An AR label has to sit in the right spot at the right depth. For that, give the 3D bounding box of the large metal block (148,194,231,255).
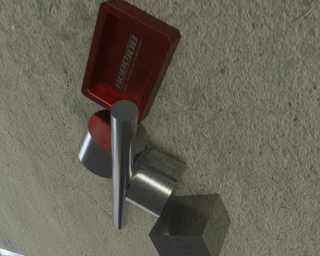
[{"bbox_3d":[0.044,0.140,0.435,0.080,0.080,0.050,-12,112,33],"label":"large metal block"}]

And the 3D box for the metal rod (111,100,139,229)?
[{"bbox_3d":[-0.050,0.071,0.400,0.025,0.025,0.298,27,145,11],"label":"metal rod"}]

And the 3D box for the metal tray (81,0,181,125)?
[{"bbox_3d":[-0.040,-0.076,0.377,0.090,0.030,0.129,31,128,8],"label":"metal tray"}]

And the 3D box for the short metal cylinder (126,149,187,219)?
[{"bbox_3d":[-0.004,0.075,0.419,0.050,0.080,0.079,27,128,11],"label":"short metal cylinder"}]

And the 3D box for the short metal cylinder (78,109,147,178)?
[{"bbox_3d":[-0.064,0.021,0.418,0.080,0.080,0.050,35,129,5],"label":"short metal cylinder"}]
